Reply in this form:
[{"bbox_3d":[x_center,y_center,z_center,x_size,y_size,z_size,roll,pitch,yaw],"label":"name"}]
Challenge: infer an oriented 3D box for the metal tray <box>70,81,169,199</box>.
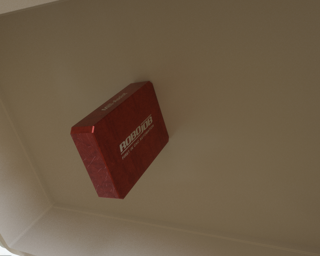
[{"bbox_3d":[-0.039,0.009,0.367,0.030,0.131,0.090,-3,117,30],"label":"metal tray"}]
